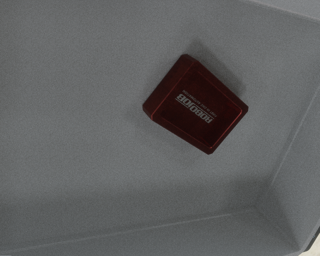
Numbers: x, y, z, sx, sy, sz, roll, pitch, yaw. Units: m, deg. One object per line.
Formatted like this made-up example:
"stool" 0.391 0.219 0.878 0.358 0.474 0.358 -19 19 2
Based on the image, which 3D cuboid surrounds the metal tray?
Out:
"metal tray" 0.052 -0.027 0.419 0.130 0.030 0.090 32 101 -39
